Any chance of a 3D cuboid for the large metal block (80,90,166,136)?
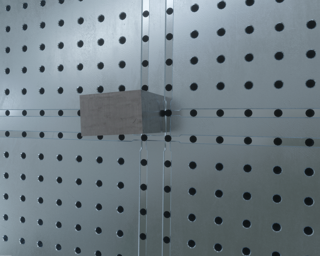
[{"bbox_3d":[-0.045,-0.017,0.398,0.080,0.080,0.050,-3,89,19],"label":"large metal block"}]
